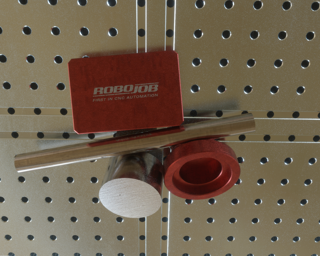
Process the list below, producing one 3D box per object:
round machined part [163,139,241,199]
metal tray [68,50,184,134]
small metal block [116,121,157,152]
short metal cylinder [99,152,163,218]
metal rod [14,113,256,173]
[{"bbox_3d":[0.053,0.049,0.411,0.099,0.042,0.097,-3,132,-3],"label":"round machined part"},{"bbox_3d":[-0.040,-0.043,0.380,0.131,0.030,0.089,-5,92,0],"label":"metal tray"},{"bbox_3d":[-0.036,0.015,0.427,0.050,0.025,0.050,17,109,-7],"label":"small metal block"},{"bbox_3d":[-0.036,0.076,0.415,0.080,0.050,0.079,3,129,4],"label":"short metal cylinder"},{"bbox_3d":[-0.033,0.020,0.393,0.302,0.025,0.025,-10,110,3],"label":"metal rod"}]
